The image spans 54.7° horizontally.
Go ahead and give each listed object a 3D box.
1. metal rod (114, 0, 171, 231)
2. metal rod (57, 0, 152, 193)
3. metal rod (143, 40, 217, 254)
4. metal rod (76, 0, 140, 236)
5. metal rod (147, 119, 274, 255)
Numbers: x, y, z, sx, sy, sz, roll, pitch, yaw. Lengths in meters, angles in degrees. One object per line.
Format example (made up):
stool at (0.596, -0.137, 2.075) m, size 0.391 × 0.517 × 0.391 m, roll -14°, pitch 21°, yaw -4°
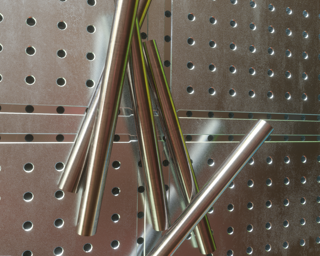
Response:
metal rod at (-0.020, -0.013, 0.389) m, size 0.025 × 0.025 × 0.298 m, roll -13°, pitch 101°, yaw -20°
metal rod at (-0.061, -0.065, 0.390) m, size 0.025 × 0.025 × 0.299 m, roll 22°, pitch 82°, yaw -19°
metal rod at (0.025, 0.030, 0.423) m, size 0.025 × 0.025 × 0.298 m, roll -19°, pitch 97°, yaw -19°
metal rod at (-0.061, -0.018, 0.359) m, size 0.025 × 0.025 × 0.298 m, roll 9°, pitch 99°, yaw -20°
metal rod at (0.045, 0.110, 0.405) m, size 0.025 × 0.025 × 0.300 m, roll 41°, pitch 86°, yaw -16°
